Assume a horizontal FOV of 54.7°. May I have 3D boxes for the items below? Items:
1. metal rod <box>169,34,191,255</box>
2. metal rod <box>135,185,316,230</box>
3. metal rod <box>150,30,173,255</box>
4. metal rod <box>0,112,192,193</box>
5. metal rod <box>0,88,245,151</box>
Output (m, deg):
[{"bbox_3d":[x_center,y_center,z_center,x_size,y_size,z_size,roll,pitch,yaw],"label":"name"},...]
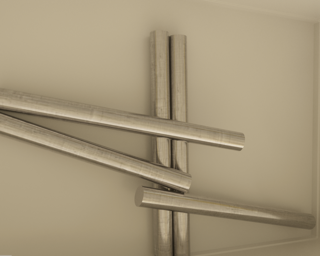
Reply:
[{"bbox_3d":[0.026,0.026,0.418,0.025,0.025,0.298,-1,91,-20],"label":"metal rod"},{"bbox_3d":[0.107,0.115,0.432,0.302,0.025,0.025,15,85,-25],"label":"metal rod"},{"bbox_3d":[0.002,0.024,0.409,0.025,0.025,0.298,-1,91,-20],"label":"metal rod"},{"bbox_3d":[-0.103,0.021,0.358,0.302,0.025,0.025,20,83,-14],"label":"metal rod"},{"bbox_3d":[-0.039,-0.007,0.375,0.302,0.025,0.025,10,87,-13],"label":"metal rod"}]
